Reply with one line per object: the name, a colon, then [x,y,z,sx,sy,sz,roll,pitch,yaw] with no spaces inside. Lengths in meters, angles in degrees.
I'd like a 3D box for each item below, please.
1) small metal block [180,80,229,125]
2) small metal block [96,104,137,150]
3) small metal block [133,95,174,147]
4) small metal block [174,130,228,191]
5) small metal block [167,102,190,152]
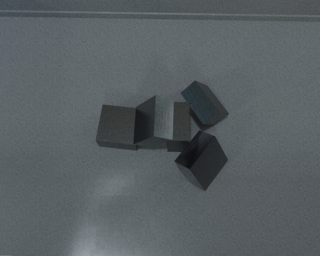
small metal block: [0.059,-0.032,0.404,0.025,0.050,0.050,-40,73,20]
small metal block: [-0.053,-0.001,0.406,0.050,0.025,0.050,6,70,2]
small metal block: [-0.008,-0.007,0.378,0.025,0.050,0.050,13,70,-29]
small metal block: [0.052,0.040,0.378,0.025,0.050,0.050,23,67,45]
small metal block: [0.023,0.000,0.395,0.025,0.050,0.050,1,70,0]
